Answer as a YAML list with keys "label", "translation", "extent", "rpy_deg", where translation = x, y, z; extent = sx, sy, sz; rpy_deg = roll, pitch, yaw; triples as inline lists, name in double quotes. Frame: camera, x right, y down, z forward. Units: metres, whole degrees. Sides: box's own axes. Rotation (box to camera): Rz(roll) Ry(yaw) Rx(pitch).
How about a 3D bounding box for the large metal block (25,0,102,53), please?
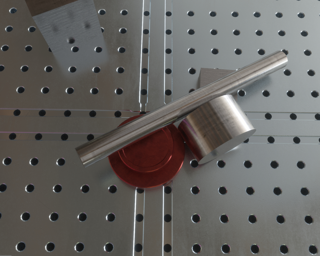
- label: "large metal block"
  translation: [-0.136, -0.164, 0.441]
  extent: [0.080, 0.080, 0.050]
  rpy_deg: [-24, 72, -9]

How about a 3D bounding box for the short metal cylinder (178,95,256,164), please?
- label: "short metal cylinder"
  translation: [0.069, 0.003, 0.382]
  extent: [0.080, 0.080, 0.050]
  rpy_deg: [-27, 73, -10]

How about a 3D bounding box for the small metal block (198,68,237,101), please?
- label: "small metal block"
  translation: [0.080, -0.054, 0.433]
  extent: [0.050, 0.025, 0.050]
  rpy_deg: [4, 70, 1]

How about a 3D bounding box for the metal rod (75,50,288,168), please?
- label: "metal rod"
  translation: [0.040, -0.032, 0.385]
  extent: [0.302, 0.025, 0.025]
  rpy_deg: [-27, 72, -18]

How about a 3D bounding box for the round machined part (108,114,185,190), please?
- label: "round machined part"
  translation: [-0.017, 0.027, 0.393]
  extent: [0.099, 0.042, 0.098]
  rpy_deg: [0, 70, 0]
